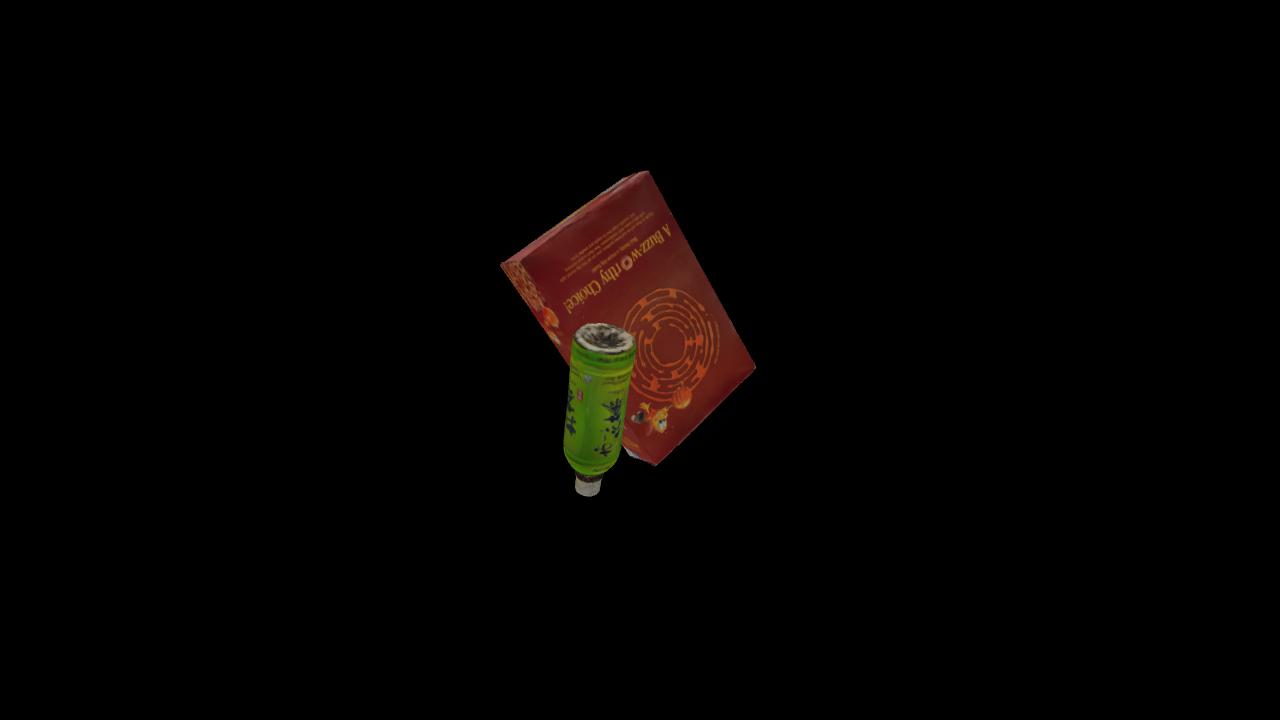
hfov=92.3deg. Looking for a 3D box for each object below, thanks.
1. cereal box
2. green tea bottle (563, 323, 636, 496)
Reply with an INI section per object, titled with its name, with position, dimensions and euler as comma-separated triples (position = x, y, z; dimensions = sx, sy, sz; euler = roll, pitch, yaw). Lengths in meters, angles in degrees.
[cereal box]
position = -0.002, -0.048, 0.768
dimensions = 0.203, 0.306, 0.081
euler = -42, 23, -22
[green tea bottle]
position = -0.049, 0.065, 0.697
dimensions = 0.073, 0.212, 0.073
euler = 5, 30, -3
